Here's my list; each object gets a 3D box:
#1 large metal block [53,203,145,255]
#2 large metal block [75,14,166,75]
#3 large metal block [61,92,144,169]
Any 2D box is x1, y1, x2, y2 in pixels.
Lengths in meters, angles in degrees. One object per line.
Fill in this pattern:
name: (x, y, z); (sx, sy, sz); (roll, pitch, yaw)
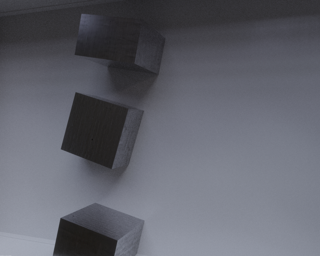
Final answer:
large metal block: (-0.077, 0.144, 0.407); (0.080, 0.080, 0.050); (14, 95, 19)
large metal block: (-0.048, -0.105, 0.397); (0.080, 0.080, 0.050); (12, 94, 19)
large metal block: (-0.078, 0.002, 0.423); (0.080, 0.050, 0.080); (18, 96, 18)
